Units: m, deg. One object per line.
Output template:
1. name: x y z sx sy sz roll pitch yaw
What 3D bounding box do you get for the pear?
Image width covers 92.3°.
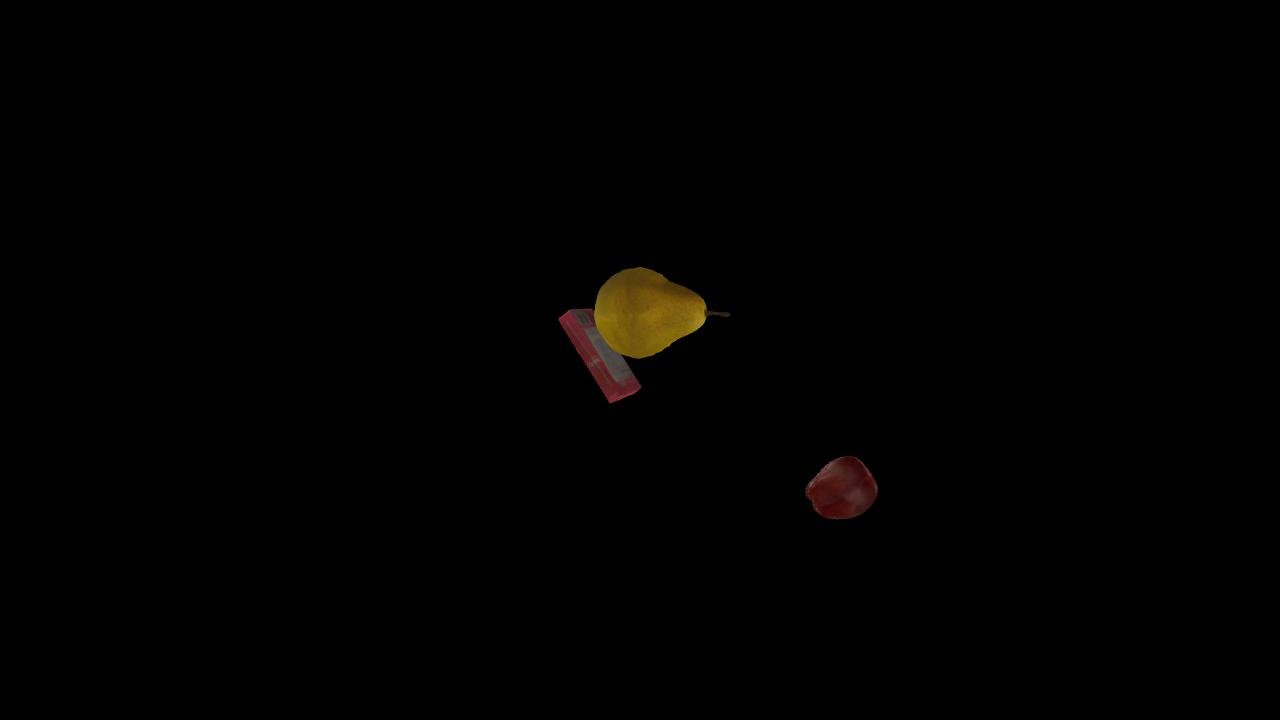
1. pear: 0.017 -0.041 0.522 0.111 0.080 0.080 -5 -3 32

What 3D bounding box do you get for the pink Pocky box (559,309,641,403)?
1. pink Pocky box: -0.061 -0.009 0.958 0.029 0.155 0.084 -35 -6 20

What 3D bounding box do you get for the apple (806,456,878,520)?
1. apple: 0.277 0.176 0.839 0.093 0.079 0.079 -30 1 -2
